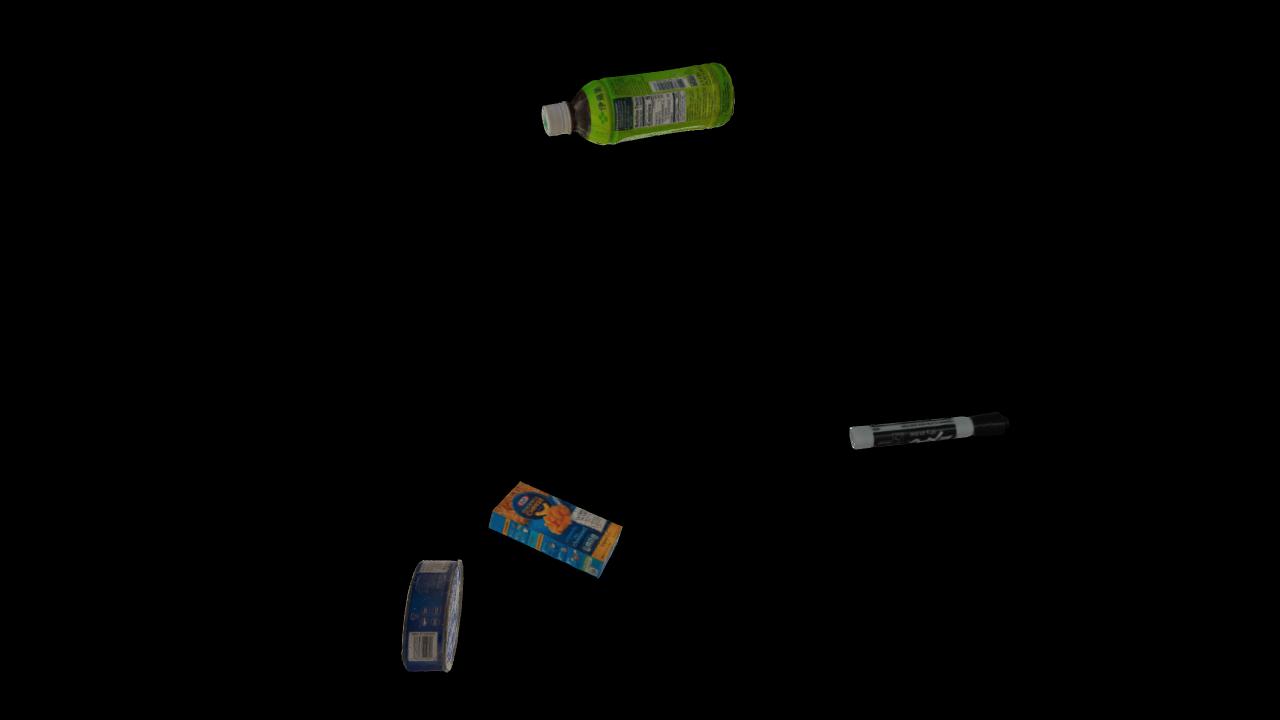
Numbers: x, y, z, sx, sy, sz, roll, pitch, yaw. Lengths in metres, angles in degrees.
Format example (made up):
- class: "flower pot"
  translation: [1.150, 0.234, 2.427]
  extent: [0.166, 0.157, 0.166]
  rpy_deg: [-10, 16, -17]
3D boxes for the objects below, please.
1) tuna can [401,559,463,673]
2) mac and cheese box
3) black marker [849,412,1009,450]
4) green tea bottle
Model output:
- class: "tuna can"
  translation: [-0.165, 0.204, 0.494]
  extent: [0.034, 0.084, 0.084]
  rpy_deg: [3, 0, -9]
- class: "mac and cheese box"
  translation: [-0.127, 0.256, 0.941]
  extent: [0.184, 0.041, 0.093]
  rpy_deg: [21, 24, 9]
- class: "black marker"
  translation: [0.234, 0.057, 0.499]
  extent: [0.121, 0.020, 0.020]
  rpy_deg: [-7, -1, 7]
- class: "green tea bottle"
  translation: [-0.002, -0.278, 0.675]
  extent: [0.212, 0.073, 0.073]
  rpy_deg: [-15, 5, -19]
